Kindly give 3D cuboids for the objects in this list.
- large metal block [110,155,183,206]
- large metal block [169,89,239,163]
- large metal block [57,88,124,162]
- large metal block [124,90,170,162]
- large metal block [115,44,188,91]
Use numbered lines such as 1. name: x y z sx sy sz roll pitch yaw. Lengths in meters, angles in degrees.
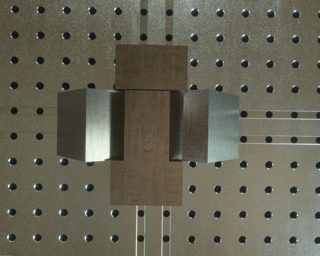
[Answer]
1. large metal block: -0.015 0.061 0.385 0.081 0.080 0.050 1 90 -1
2. large metal block: 0.056 -0.002 0.378 0.050 0.081 0.079 1 89 37
3. large metal block: -0.086 -0.004 0.378 0.050 0.080 0.079 0 91 -40
4. large metal block: -0.015 -0.002 0.385 0.050 0.080 0.079 1 90 0
5. large metal block: -0.010 -0.068 0.385 0.081 0.080 0.050 1 90 -1
